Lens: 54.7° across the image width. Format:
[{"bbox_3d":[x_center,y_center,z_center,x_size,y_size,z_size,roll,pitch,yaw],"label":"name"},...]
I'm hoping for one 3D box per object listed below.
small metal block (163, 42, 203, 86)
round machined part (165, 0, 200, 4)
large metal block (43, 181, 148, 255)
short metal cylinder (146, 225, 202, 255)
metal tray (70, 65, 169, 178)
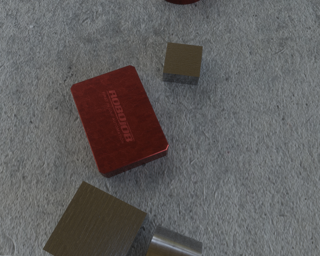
[{"bbox_3d":[0.032,-0.091,0.442,0.050,0.025,0.050,8,70,2],"label":"small metal block"},{"bbox_3d":[0.036,-0.249,0.491,0.099,0.042,0.098,0,70,-1],"label":"round machined part"},{"bbox_3d":[-0.068,0.117,0.351,0.080,0.050,0.080,25,72,8],"label":"large metal block"},{"bbox_3d":[0.007,0.150,0.324,0.050,0.080,0.080,20,71,7],"label":"short metal cylinder"},{"bbox_3d":[-0.054,-0.011,0.409,0.091,0.030,0.130,-21,72,-8],"label":"metal tray"}]
